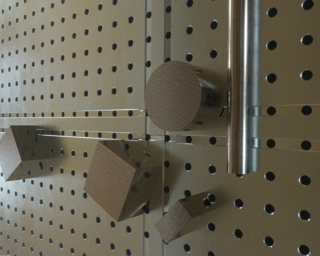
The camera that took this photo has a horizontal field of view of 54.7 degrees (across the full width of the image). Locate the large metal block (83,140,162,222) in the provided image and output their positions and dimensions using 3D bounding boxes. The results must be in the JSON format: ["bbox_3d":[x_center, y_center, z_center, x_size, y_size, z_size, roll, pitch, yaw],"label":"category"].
[{"bbox_3d":[-0.055,0.070,0.436,0.080,0.050,0.079,31,109,35],"label":"large metal block"}]

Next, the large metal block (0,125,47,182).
[{"bbox_3d":[-0.279,0.050,0.620,0.080,0.050,0.080,-42,65,32],"label":"large metal block"}]

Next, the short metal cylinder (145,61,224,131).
[{"bbox_3d":[0.028,-0.036,0.368,0.080,0.050,0.079,0,90,39],"label":"short metal cylinder"}]

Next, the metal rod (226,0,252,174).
[{"bbox_3d":[0.087,-0.101,0.336,0.025,0.025,0.298,1,91,39],"label":"metal rod"}]

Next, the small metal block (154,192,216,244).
[{"bbox_3d":[0.030,0.106,0.367,0.025,0.050,0.050,52,120,27],"label":"small metal block"}]
